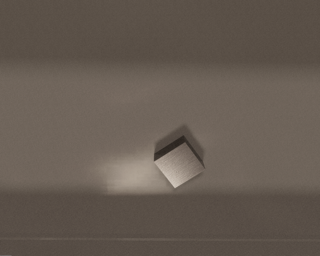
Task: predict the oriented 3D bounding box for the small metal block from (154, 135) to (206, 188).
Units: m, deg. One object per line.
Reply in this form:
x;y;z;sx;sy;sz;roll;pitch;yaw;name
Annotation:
0.027;0.047;0.429;0.050;0.025;0.050;-33;107;11;small metal block
